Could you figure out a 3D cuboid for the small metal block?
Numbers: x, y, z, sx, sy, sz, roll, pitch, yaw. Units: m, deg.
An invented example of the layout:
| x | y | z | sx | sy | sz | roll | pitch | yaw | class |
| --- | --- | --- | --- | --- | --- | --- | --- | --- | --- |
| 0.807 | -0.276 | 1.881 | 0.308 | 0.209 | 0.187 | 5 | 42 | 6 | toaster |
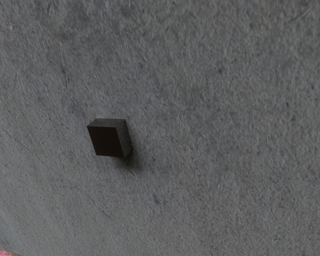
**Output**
| x | y | z | sx | sy | sz | roll | pitch | yaw | class |
| --- | --- | --- | --- | --- | --- | --- | --- | --- | --- |
| -0.073 | 0.014 | 0.452 | 0.050 | 0.025 | 0.050 | 2 | 120 | 26 | small metal block |
